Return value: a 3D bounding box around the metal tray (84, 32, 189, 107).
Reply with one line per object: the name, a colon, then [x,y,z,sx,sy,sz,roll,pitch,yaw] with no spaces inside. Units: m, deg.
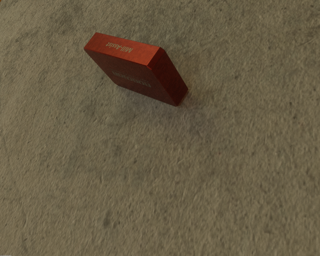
metal tray: [-0.033,-0.081,0.427,0.130,0.090,0.030,24,75,36]
